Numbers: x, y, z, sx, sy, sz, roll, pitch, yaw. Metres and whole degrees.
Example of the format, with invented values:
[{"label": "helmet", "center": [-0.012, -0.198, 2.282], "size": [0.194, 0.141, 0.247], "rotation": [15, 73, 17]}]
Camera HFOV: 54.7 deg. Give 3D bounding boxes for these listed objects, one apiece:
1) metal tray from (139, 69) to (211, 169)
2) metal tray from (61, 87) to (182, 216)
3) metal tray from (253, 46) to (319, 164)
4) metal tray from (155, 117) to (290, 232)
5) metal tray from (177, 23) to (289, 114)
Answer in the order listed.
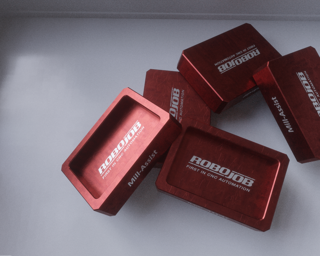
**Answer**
[{"label": "metal tray", "center": [0.020, -0.011, 0.411], "size": [0.091, 0.030, 0.130], "rotation": [6, 70, 2]}, {"label": "metal tray", "center": [-0.047, 0.024, 0.363], "size": [0.090, 0.030, 0.130], "rotation": [35, 85, 40]}, {"label": "metal tray", "center": [0.186, -0.032, 0.393], "size": [0.091, 0.030, 0.130], "rotation": [-23, 83, -25]}, {"label": "metal tray", "center": [0.070, 0.052, 0.356], "size": [0.131, 0.030, 0.090], "rotation": [21, 74, 5]}, {"label": "metal tray", "center": [0.100, -0.085, 0.421], "size": [0.131, 0.030, 0.090], "rotation": [-29, 72, -26]}]
